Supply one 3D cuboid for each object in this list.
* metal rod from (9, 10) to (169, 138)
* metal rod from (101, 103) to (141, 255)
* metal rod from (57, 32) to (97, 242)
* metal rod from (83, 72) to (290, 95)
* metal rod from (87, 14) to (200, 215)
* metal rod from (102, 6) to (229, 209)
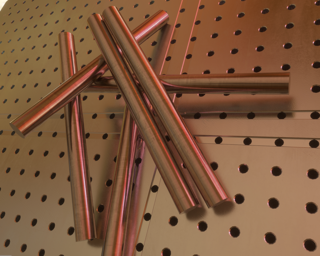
[{"bbox_3d":[-0.083,-0.092,0.448,0.025,0.025,0.301,19,52,35],"label":"metal rod"},{"bbox_3d":[-0.046,0.054,0.400,0.025,0.025,0.300,-9,58,23],"label":"metal rod"},{"bbox_3d":[-0.117,-0.002,0.426,0.025,0.025,0.299,-18,69,18],"label":"metal rod"},{"bbox_3d":[0.010,-0.058,0.411,0.300,0.025,0.025,4,63,26],"label":"metal rod"},{"bbox_3d":[-0.031,-0.034,0.396,0.025,0.025,0.299,-31,67,8],"label":"metal rod"},{"bbox_3d":[-0.004,-0.042,0.385,0.025,0.025,0.299,-32,68,8],"label":"metal rod"}]
